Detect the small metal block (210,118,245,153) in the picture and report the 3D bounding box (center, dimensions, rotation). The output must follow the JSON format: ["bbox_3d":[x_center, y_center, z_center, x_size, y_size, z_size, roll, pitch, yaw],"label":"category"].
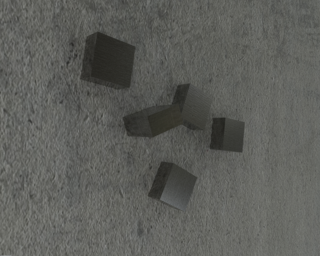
[{"bbox_3d":[0.108,0.012,0.495,0.050,0.025,0.050,10,84,-40],"label":"small metal block"}]

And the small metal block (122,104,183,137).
[{"bbox_3d":[-0.009,-0.009,0.381,0.050,0.050,0.025,-24,105,-38],"label":"small metal block"}]

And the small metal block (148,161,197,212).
[{"bbox_3d":[0.018,0.079,0.420,0.050,0.025,0.050,35,69,-35],"label":"small metal block"}]

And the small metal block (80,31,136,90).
[{"bbox_3d":[-0.059,-0.075,0.355,0.050,0.025,0.050,12,83,-39],"label":"small metal block"}]

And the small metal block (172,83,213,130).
[{"bbox_3d":[0.044,-0.029,0.441,0.050,0.025,0.050,27,73,-37],"label":"small metal block"}]
